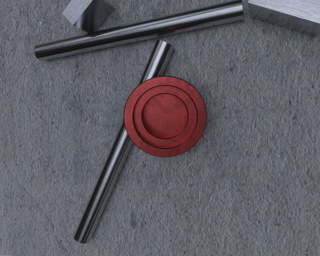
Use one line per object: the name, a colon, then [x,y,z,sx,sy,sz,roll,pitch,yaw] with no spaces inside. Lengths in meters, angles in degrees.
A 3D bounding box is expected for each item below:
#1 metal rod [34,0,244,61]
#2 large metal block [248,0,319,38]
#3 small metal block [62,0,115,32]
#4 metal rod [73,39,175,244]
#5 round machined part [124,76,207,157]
metal rod: [-0.041,-0.129,0.422,0.301,0.025,0.025,-6,88,19]
large metal block: [0.154,-0.157,0.342,0.080,0.050,0.080,25,98,18]
small metal block: [-0.098,-0.162,0.429,0.050,0.050,0.025,-46,76,14]
metal rod: [-0.052,0.024,0.426,0.025,0.025,0.298,27,98,17]
round machined part: [0.006,-0.016,0.386,0.099,0.042,0.097,0,100,0]
